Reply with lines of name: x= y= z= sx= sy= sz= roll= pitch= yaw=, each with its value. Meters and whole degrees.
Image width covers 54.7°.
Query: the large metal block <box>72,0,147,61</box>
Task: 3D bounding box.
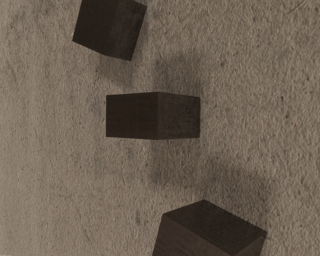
large metal block: x=-0.074 y=-0.150 z=0.448 sx=0.080 sy=0.050 sz=0.079 roll=30 pitch=108 yaw=35

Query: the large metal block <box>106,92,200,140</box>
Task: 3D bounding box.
large metal block: x=-0.007 y=-0.014 z=0.374 sx=0.080 sy=0.081 sz=0.050 roll=2 pitch=91 yaw=39

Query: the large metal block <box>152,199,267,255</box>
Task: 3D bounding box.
large metal block: x=0.052 y=0.122 z=0.325 sx=0.080 sy=0.081 sz=0.050 roll=22 pitch=104 yaw=37
